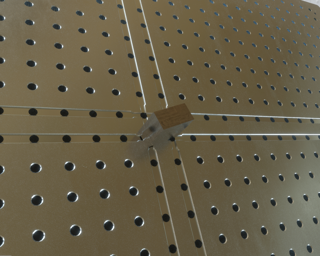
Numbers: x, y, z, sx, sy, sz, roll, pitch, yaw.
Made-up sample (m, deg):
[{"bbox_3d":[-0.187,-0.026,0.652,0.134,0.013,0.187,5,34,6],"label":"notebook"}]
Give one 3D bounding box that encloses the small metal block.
[{"bbox_3d":[0.008,-0.003,0.398,0.050,0.050,0.025,-18,72,-35],"label":"small metal block"}]
